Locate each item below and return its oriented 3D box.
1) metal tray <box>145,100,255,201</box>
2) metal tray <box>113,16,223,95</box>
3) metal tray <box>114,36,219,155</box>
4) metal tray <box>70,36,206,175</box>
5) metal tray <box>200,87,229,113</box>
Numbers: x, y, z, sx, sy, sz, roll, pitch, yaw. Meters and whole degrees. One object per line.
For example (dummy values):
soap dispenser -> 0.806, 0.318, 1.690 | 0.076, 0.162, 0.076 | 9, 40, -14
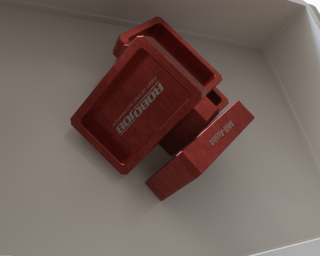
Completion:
metal tray -> 0.049, 0.026, 0.374 | 0.030, 0.090, 0.131 | 49, 51, 5
metal tray -> 0.012, -0.085, 0.422 | 0.130, 0.030, 0.090 | 45, 51, 3
metal tray -> -0.003, -0.037, 0.383 | 0.130, 0.090, 0.030 | 45, 51, 2
metal tray -> -0.026, -0.023, 0.339 | 0.090, 0.130, 0.030 | 45, 20, 2
metal tray -> 0.028, -0.057, 0.453 | 0.130, 0.030, 0.091 | 46, 52, 5
